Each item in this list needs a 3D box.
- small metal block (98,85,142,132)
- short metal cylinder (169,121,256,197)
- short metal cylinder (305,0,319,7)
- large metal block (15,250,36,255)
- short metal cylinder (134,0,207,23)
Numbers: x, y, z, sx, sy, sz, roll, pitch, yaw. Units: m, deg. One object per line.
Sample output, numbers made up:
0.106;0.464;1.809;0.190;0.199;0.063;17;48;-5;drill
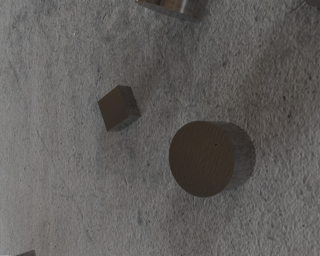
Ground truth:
-0.060;-0.028;0.455;0.050;0.025;0.050;-32;71;35;small metal block
0.057;0.032;0.342;0.080;0.050;0.079;0;90;40;short metal cylinder
0.146;-0.145;0.248;0.080;0.081;0.050;-30;71;36;short metal cylinder
-0.281;0.305;0.621;0.080;0.050;0.080;-43;64;31;large metal block
0.016;-0.158;0.356;0.080;0.081;0.050;28;108;36;short metal cylinder
